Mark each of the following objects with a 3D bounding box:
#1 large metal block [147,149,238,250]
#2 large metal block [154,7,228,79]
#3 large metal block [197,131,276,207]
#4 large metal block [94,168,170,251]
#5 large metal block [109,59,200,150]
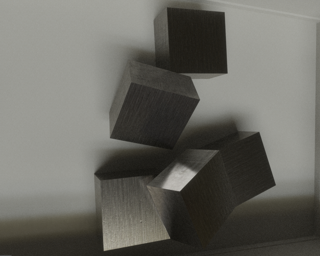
[{"bbox_3d":[0.041,0.081,0.370,0.080,0.050,0.080,-38,115,-39],"label":"large metal block"},{"bbox_3d":[0.040,-0.108,0.411,0.081,0.050,0.079,-4,91,-20],"label":"large metal block"},{"bbox_3d":[0.104,0.056,0.435,0.081,0.050,0.080,-22,97,-19],"label":"large metal block"},{"bbox_3d":[-0.036,0.096,0.384,0.081,0.050,0.079,-3,91,-20],"label":"large metal block"},{"bbox_3d":[-0.010,-0.026,0.372,0.081,0.050,0.079,12,127,-20],"label":"large metal block"}]
